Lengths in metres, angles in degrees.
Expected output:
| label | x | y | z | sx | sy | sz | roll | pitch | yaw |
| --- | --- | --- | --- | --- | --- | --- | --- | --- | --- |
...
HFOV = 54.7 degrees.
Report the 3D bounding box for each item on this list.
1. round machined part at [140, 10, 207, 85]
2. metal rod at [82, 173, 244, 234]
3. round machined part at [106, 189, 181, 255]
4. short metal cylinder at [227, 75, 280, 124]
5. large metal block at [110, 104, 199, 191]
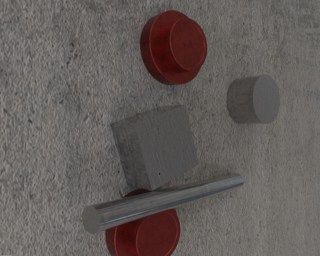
| label | x | y | z | sx | sy | sz | roll | pitch | yaw |
| --- | --- | --- | --- | --- | --- | --- | --- | --- | --- |
| round machined part | 0.025 | -0.108 | 0.414 | 0.099 | 0.042 | 0.097 | 0 | 90 | -40 |
| metal rod | 0.033 | 0.085 | 0.395 | 0.302 | 0.025 | 0.025 | 2 | 89 | -51 |
| round machined part | -0.013 | 0.127 | 0.383 | 0.099 | 0.042 | 0.097 | 0 | 90 | -40 |
| short metal cylinder | 0.157 | -0.046 | 0.520 | 0.081 | 0.050 | 0.080 | 0 | 90 | -40 |
| large metal block | -0.005 | 0.021 | 0.384 | 0.081 | 0.050 | 0.080 | -23 | 104 | -38 |
